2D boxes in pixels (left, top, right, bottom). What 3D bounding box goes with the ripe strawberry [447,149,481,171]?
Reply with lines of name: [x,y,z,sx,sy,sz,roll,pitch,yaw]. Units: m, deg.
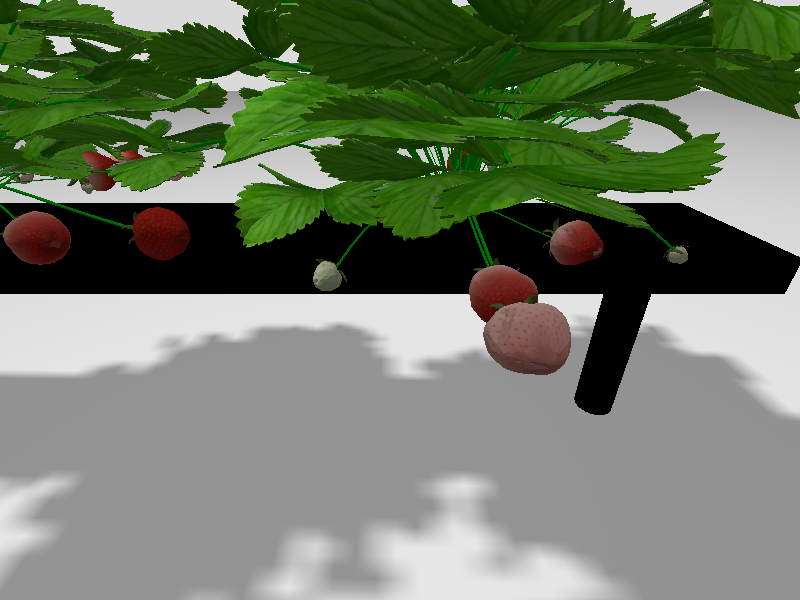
ripe strawberry: [0.082,-0.174,0.507,0.043,0.045,0.046,5,29,9]

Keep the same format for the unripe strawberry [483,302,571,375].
unripe strawberry: [0.055,0.018,0.172,0.036,0.033,0.033,-1,30,-1]

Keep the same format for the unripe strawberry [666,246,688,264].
unripe strawberry: [0.195,-0.031,0.281,0.011,0.012,0.013,-38,-6,-48]

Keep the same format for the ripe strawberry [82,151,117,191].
ripe strawberry: [-0.347,-0.150,0.465,0.042,0.044,0.046,11,31,19]

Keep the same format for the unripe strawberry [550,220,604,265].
unripe strawberry: [0.121,-0.037,0.273,0.035,0.031,0.032,-20,36,-32]

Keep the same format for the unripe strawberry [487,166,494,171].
unripe strawberry: [0.119,-0.172,0.518,0.011,0.012,0.013,10,31,17]

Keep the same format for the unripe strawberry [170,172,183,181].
unripe strawberry: [-0.282,-0.161,0.503,0.024,0.021,0.022,19,34,30]

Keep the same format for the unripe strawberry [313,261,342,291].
unripe strawberry: [-0.045,-0.014,0.244,0.016,0.018,0.018,20,49,31]

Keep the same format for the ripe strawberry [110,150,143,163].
ripe strawberry: [-0.341,-0.172,0.506,0.043,0.037,0.043,9,30,16]

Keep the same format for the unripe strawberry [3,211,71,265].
unripe strawberry: [-0.248,-0.042,0.278,0.038,0.037,0.035,16,33,25]

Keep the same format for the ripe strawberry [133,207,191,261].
ripe strawberry: [-0.169,-0.047,0.289,0.038,0.037,0.035,10,31,15]

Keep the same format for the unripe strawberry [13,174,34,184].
unripe strawberry: [-0.465,-0.156,0.494,0.024,0.025,0.026,-12,15,-20]

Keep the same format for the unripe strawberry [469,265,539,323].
unripe strawberry: [0.054,-0.001,0.207,0.036,0.031,0.036,-1,30,-1]

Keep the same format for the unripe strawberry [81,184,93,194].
unripe strawberry: [-0.346,-0.123,0.444,0.010,0.011,0.011,15,33,25]
